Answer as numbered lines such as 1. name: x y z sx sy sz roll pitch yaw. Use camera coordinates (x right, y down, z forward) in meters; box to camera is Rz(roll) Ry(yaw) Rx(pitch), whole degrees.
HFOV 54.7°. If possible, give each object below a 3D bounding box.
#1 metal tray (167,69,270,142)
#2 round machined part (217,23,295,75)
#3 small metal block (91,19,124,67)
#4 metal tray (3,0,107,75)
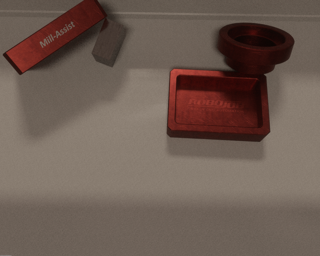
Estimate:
1. metal tray: 0.077 -0.031 0.419 0.131 0.030 0.090 3 70 0
2. round machined part: 0.128 -0.108 0.426 0.099 0.042 0.098 2 38 -1
3. small metal block: -0.071 -0.116 0.430 0.025 0.050 0.050 21 88 -5
4. metal tray: -0.138 -0.123 0.413 0.130 0.090 0.030 -37 112 -8
